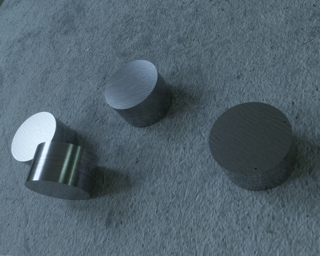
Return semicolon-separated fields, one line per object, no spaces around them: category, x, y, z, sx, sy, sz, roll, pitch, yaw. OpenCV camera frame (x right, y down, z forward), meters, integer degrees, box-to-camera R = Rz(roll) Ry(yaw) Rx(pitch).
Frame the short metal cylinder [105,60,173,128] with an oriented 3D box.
short metal cylinder;-0.029;-0.047;0.432;0.080;0.050;0.080;-13;56;21

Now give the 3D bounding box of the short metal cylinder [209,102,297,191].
short metal cylinder;0.098;0.020;0.324;0.080;0.050;0.080;-13;56;21

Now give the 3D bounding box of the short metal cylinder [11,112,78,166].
short metal cylinder;-0.172;0.023;0.464;0.080;0.050;0.080;-13;56;21

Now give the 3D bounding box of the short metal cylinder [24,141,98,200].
short metal cylinder;-0.125;0.057;0.399;0.080;0.080;0.050;-7;59;25
